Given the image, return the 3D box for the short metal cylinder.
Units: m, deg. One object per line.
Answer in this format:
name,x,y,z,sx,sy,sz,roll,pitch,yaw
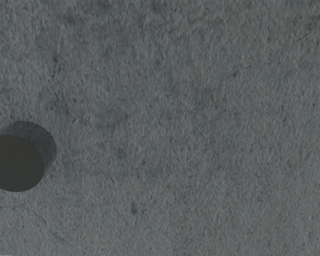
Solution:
short metal cylinder,-0.184,0.036,0.407,0.081,0.050,0.079,0,110,-1
